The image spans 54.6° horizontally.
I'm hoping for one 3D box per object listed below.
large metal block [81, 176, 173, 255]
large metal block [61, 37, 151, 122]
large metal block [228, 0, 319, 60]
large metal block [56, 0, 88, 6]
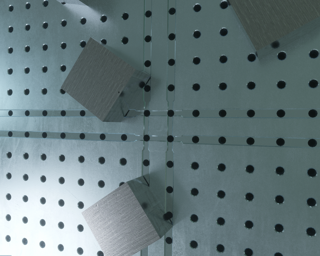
[{"bbox_3d":[-0.043,0.123,0.415,0.080,0.050,0.080,-36,79,16],"label":"large metal block"},{"bbox_3d":[-0.074,-0.064,0.426,0.080,0.050,0.080,37,102,16],"label":"large metal block"},{"bbox_3d":[0.130,-0.137,0.353,0.080,0.050,0.080,-28,81,18],"label":"large metal block"},{"bbox_3d":[-0.137,-0.228,0.433,0.050,0.080,0.080,14,95,19],"label":"large metal block"}]
